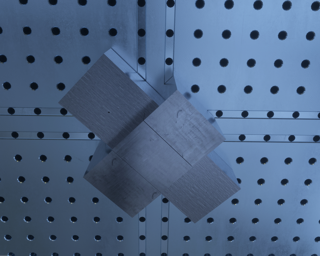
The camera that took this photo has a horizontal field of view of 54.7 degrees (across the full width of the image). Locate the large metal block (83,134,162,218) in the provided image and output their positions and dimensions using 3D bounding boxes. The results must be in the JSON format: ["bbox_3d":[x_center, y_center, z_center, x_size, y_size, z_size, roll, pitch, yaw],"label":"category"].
[{"bbox_3d":[-0.044,0.054,0.404,0.050,0.080,0.080,-42,105,14],"label":"large metal block"}]

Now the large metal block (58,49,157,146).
[{"bbox_3d":[-0.061,-0.038,0.382,0.080,0.050,0.080,-43,105,15],"label":"large metal block"}]

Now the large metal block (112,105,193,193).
[{"bbox_3d":[-0.008,0.021,0.392,0.050,0.080,0.080,-42,105,14],"label":"large metal block"}]

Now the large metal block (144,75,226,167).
[{"bbox_3d":[0.028,-0.012,0.381,0.050,0.080,0.080,-42,105,14],"label":"large metal block"}]

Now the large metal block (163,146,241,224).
[{"bbox_3d":[0.049,0.069,0.426,0.080,0.050,0.080,-42,105,14],"label":"large metal block"}]
